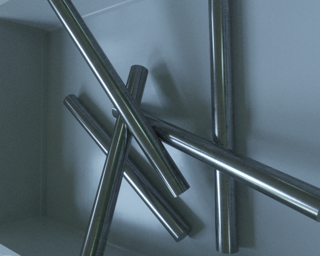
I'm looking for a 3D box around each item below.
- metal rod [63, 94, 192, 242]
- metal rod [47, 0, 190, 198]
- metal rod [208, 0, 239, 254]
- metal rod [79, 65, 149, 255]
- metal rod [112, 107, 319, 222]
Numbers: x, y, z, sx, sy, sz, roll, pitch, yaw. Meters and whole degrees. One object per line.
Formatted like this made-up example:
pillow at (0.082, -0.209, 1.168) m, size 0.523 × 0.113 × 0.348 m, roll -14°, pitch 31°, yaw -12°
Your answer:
metal rod at (-0.063, 0.042, 0.458) m, size 0.300 × 0.025 × 0.025 m, roll 44°, pitch 117°, yaw 31°
metal rod at (-0.056, -0.050, 0.375) m, size 0.025 × 0.025 × 0.299 m, roll -36°, pitch 85°, yaw 34°
metal rod at (0.071, -0.014, 0.348) m, size 0.025 × 0.025 × 0.298 m, roll -3°, pitch 88°, yaw 40°
metal rod at (-0.057, 0.057, 0.368) m, size 0.025 × 0.025 × 0.299 m, roll -7°, pitch 62°, yaw 40°
metal rod at (0.035, 0.018, 0.350) m, size 0.300 × 0.025 × 0.025 m, roll 25°, pitch 106°, yaw 46°
